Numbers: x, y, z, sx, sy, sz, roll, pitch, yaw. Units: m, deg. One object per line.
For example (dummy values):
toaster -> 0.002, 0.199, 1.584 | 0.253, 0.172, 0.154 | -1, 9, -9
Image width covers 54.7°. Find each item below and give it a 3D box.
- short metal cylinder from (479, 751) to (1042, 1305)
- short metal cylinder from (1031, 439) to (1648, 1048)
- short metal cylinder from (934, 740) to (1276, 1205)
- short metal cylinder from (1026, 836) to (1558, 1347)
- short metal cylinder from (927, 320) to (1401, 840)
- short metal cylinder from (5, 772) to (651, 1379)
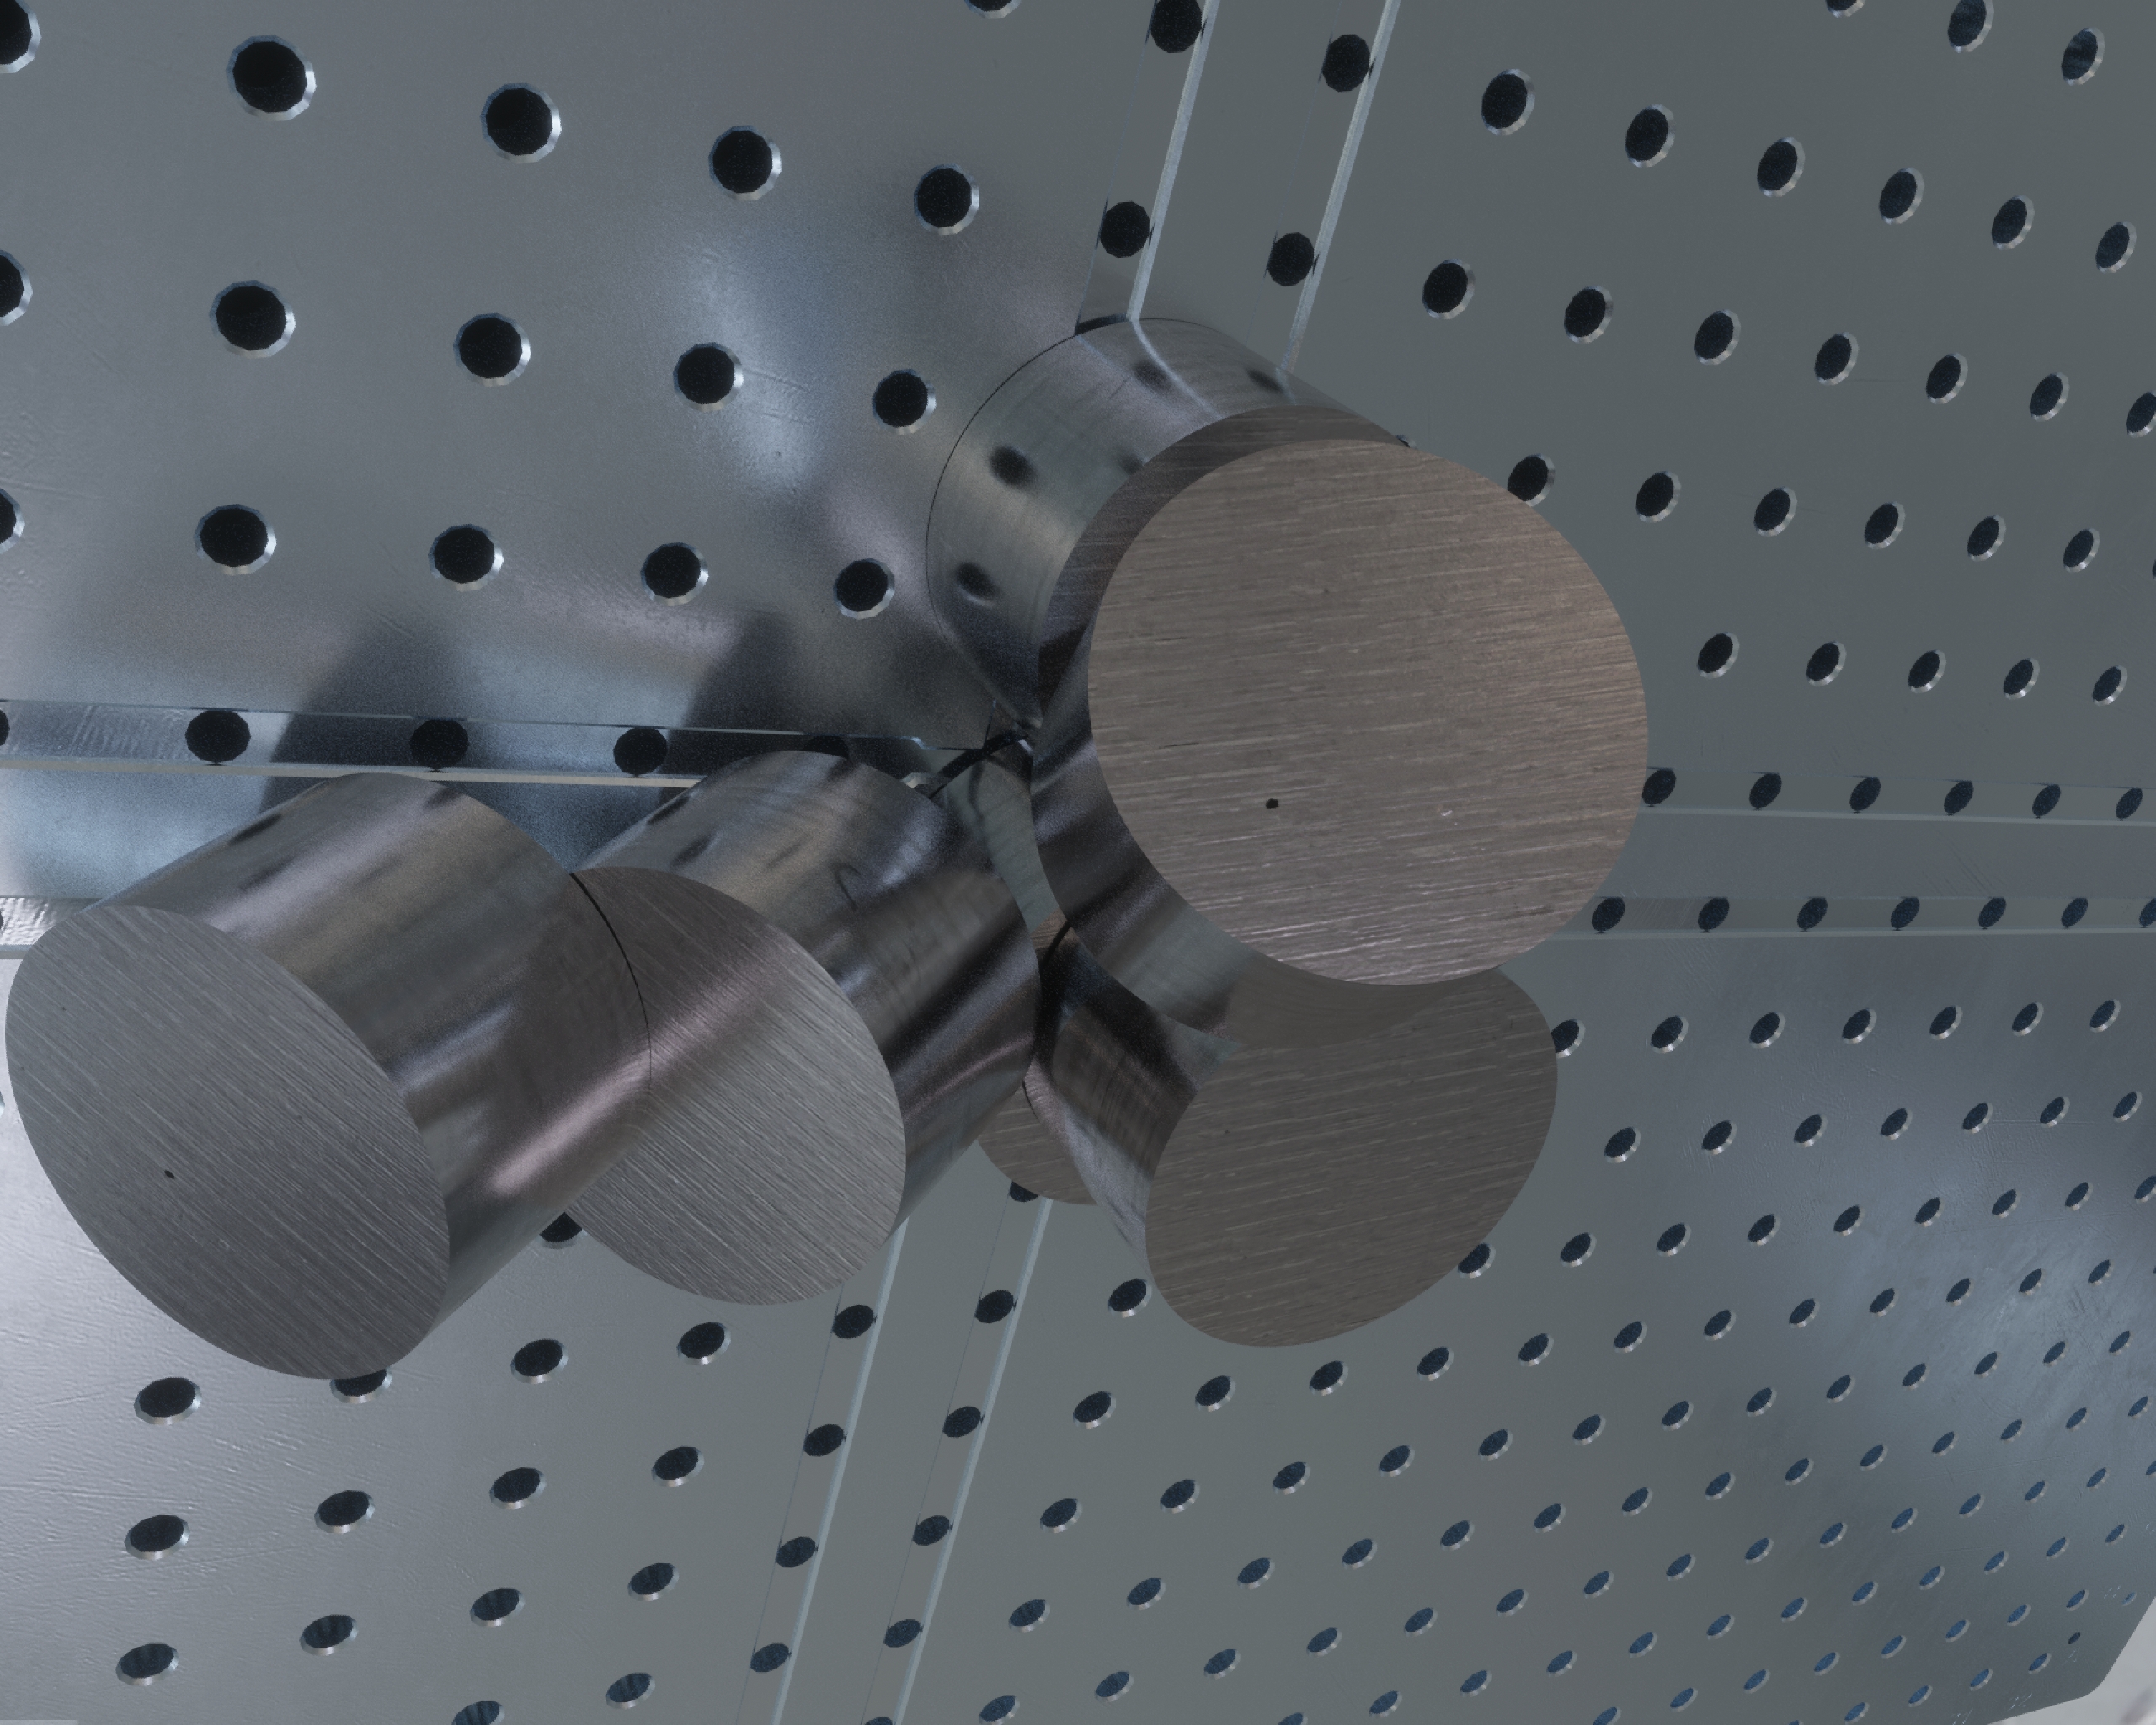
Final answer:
short metal cylinder -> -0.053, 0.027, 0.354 | 0.050, 0.080, 0.079 | -45, 148, -56
short metal cylinder -> 0.037, -0.016, 0.312 | 0.081, 0.080, 0.050 | -22, 170, -16
short metal cylinder -> 0.006, 0.020, 0.409 | 0.081, 0.050, 0.079 | -14, 124, -21
short metal cylinder -> 0.037, 0.039, 0.372 | 0.081, 0.050, 0.079 | -14, 124, -21
short metal cylinder -> 0.020, -0.051, 0.374 | 0.081, 0.050, 0.079 | -14, 124, -21
short metal cylinder -> -0.115, 0.032, 0.324 | 0.050, 0.080, 0.079 | -47, 149, -56
